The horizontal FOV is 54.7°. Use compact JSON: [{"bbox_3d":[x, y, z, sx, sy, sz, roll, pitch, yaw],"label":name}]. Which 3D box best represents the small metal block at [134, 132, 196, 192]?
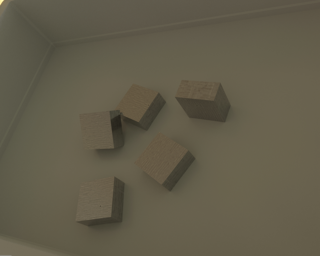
[{"bbox_3d":[0.006,0.040,0.377,0.050,0.025,0.050,32,79,37],"label":"small metal block"}]

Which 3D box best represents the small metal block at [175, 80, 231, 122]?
[{"bbox_3d":[0.054,-0.033,0.381,0.050,0.050,0.025,9,67,32],"label":"small metal block"}]

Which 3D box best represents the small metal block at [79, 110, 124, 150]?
[{"bbox_3d":[-0.081,0.003,0.429,0.050,0.025,0.050,-4,95,25],"label":"small metal block"}]

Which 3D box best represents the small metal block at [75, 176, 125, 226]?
[{"bbox_3d":[-0.074,0.092,0.386,0.050,0.025,0.050,-13,56,20],"label":"small metal block"}]

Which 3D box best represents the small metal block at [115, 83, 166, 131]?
[{"bbox_3d":[-0.028,-0.030,0.438,0.050,0.025,0.050,23,74,36],"label":"small metal block"}]
